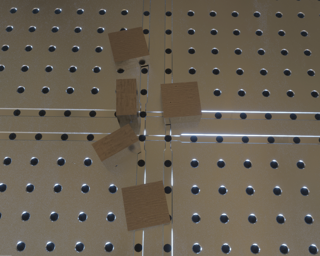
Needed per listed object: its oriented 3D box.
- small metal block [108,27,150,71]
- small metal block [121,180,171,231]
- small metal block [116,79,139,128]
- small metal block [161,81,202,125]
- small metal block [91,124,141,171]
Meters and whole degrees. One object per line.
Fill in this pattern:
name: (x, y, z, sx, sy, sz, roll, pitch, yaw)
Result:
small metal block: (-0.045, -0.116, 0.453, 0.050, 0.025, 0.050, -13, 71, -5)
small metal block: (-0.017, 0.095, 0.377, 0.050, 0.025, 0.050, -10, 70, -4)
small metal block: (-0.042, -0.031, 0.409, 0.025, 0.050, 0.050, -2, 70, -1)
small metal block: (0.028, -0.034, 0.425, 0.050, 0.025, 0.050, -5, 70, -2)
small metal block: (-0.053, 0.025, 0.389, 0.050, 0.050, 0.025, -30, 73, -11)
